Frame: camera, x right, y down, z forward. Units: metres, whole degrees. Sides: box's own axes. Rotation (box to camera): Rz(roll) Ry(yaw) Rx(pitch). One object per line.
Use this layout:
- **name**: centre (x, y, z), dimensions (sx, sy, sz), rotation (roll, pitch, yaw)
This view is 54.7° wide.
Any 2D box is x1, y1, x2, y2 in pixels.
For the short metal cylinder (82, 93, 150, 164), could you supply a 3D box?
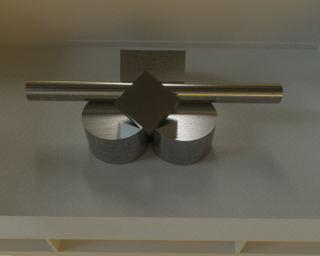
- **short metal cylinder**: centre (-0.053, -0.002, 0.388), dimensions (0.081, 0.050, 0.080), rotation (0, 50, 0)

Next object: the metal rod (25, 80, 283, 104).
- **metal rod**: centre (-0.007, -0.044, 0.375), dimensions (0.302, 0.025, 0.025), rotation (1, 50, 0)

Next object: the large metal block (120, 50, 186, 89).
- **large metal block**: centre (-0.009, -0.076, 0.424), dimensions (0.081, 0.050, 0.080), rotation (1, 7, 0)

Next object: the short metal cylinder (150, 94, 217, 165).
- **short metal cylinder**: centre (0.028, 0.000, 0.388), dimensions (0.081, 0.050, 0.080), rotation (0, 50, 0)

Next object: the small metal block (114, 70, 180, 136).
- **small metal block**: centre (-0.014, -0.027, 0.347), dimensions (0.050, 0.025, 0.050), rotation (41, 81, 7)
